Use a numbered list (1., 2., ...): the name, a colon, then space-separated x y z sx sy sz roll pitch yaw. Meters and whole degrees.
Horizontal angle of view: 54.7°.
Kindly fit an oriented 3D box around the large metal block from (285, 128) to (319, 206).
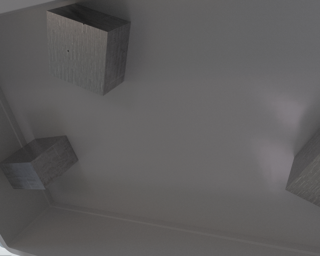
1. large metal block: 0.187 0.043 0.310 0.080 0.050 0.079 27 140 11

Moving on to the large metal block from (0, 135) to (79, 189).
1. large metal block: -0.199 0.056 0.513 0.080 0.080 0.050 -6 115 31

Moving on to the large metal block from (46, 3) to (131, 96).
1. large metal block: -0.087 -0.097 0.379 0.080 0.050 0.079 23 127 14
